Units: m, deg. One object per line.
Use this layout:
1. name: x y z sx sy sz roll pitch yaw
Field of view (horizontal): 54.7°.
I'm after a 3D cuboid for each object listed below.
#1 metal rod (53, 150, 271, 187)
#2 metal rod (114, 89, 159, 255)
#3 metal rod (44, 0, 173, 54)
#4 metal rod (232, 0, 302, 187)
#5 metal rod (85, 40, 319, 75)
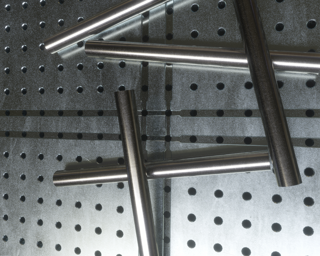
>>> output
1. metal rod: -0.011 0.057 0.415 0.301 0.025 0.025 -8 88 19
2. metal rod: -0.023 0.101 0.398 0.025 0.025 0.298 -6 96 19
3. metal rod: -0.031 -0.167 0.422 0.301 0.025 0.025 -17 84 18
4. metal rod: 0.109 -0.085 0.346 0.025 0.025 0.298 -14 86 19
5. metal rod: 0.039 -0.094 0.398 0.301 0.025 0.025 9 93 19
